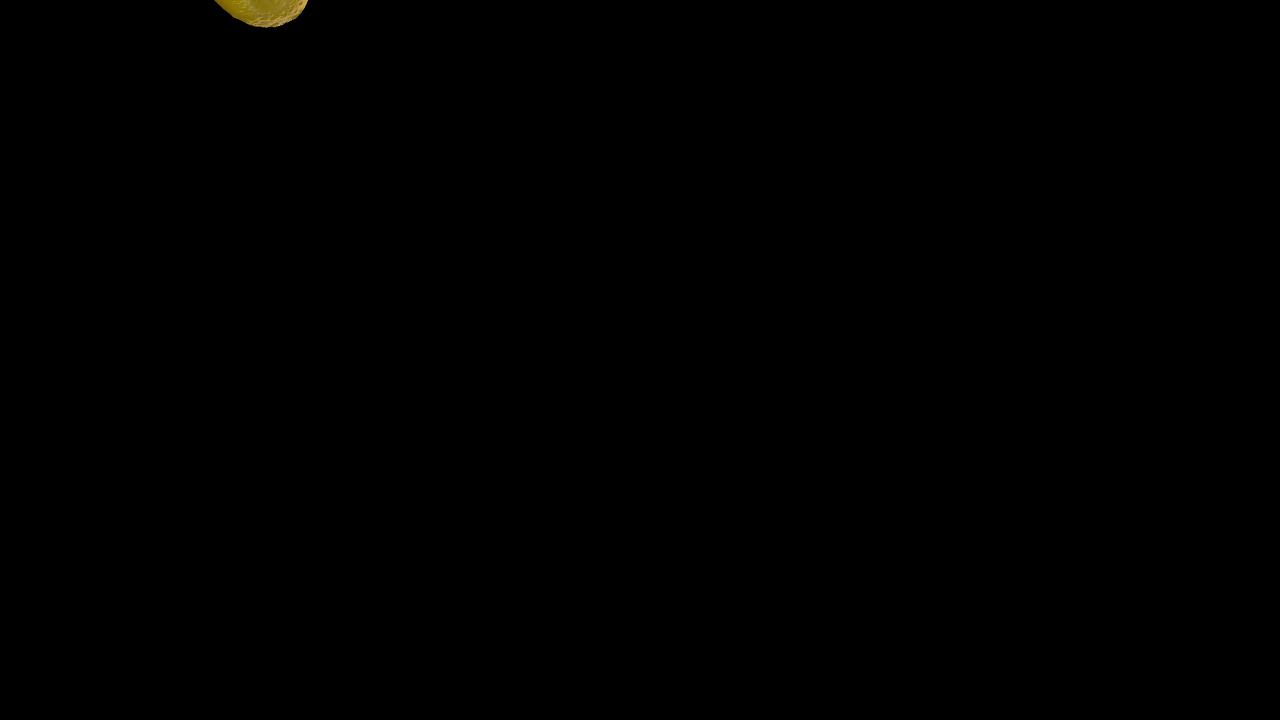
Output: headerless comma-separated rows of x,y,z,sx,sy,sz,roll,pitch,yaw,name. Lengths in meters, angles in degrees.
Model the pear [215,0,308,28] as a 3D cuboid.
-0.279,-0.277,0.419,0.080,0.080,0.111,0,18,-2,pear
